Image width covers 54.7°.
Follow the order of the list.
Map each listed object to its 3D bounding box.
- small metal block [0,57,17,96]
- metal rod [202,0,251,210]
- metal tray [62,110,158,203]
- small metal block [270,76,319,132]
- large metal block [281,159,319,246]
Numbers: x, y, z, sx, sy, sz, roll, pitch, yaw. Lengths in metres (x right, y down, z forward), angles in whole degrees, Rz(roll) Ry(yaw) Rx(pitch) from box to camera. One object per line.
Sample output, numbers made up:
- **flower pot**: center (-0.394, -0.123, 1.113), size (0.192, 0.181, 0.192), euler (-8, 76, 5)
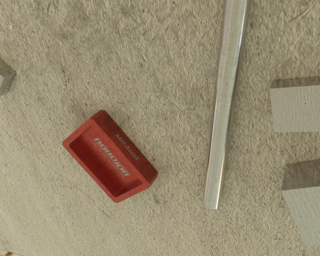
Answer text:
- **small metal block**: center (-0.262, -0.084, 0.489), size (0.050, 0.025, 0.050), euler (43, 129, -2)
- **metal rod**: center (0.073, -0.022, 0.354), size (0.025, 0.025, 0.298), euler (14, 124, 20)
- **metal tray**: center (-0.077, 0.047, 0.470), size (0.090, 0.030, 0.130), euler (-34, 100, 38)
- **small metal block**: center (0.143, -0.024, 0.317), size (0.050, 0.025, 0.050), euler (-1, 118, 28)
- **large metal block**: center (0.190, 0.080, 0.340), size (0.080, 0.050, 0.080), euler (-17, 110, 34)
